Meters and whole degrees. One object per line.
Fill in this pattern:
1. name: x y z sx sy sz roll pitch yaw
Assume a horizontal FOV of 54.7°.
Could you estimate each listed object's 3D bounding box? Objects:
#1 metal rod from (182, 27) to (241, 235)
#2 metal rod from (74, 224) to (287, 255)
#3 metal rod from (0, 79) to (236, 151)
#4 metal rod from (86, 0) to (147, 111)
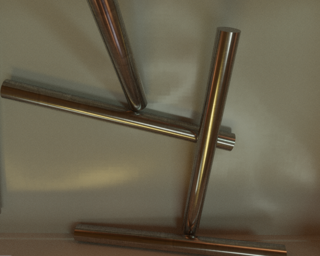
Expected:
1. metal rod: 0.058 0.026 0.394 0.025 0.025 0.298 5 120 -2
2. metal rod: 0.024 0.167 0.450 0.302 0.025 0.025 4 110 7
3. metal rod: -0.049 -0.015 0.405 0.302 0.025 0.025 13 110 -5
4. metal rod: -0.048 -0.104 0.272 0.025 0.025 0.299 -9 151 3
